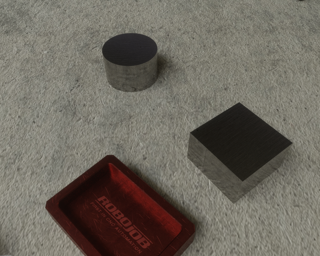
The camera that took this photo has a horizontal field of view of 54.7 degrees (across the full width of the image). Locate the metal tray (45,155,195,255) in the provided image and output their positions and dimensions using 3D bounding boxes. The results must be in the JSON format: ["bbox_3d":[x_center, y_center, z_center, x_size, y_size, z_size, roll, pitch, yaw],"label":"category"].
[{"bbox_3d":[-0.041,0.096,0.318,0.130,0.030,0.090,36,59,26],"label":"metal tray"}]

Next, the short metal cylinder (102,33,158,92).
[{"bbox_3d":[-0.044,-0.100,0.471,0.081,0.050,0.080,0,50,0],"label":"short metal cylinder"}]

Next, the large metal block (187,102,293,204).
[{"bbox_3d":[0.090,0.027,0.365,0.081,0.050,0.080,-30,57,-23],"label":"large metal block"}]
